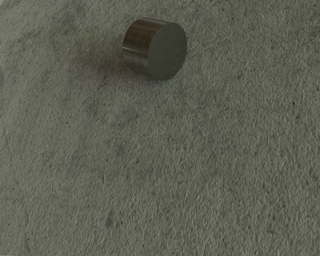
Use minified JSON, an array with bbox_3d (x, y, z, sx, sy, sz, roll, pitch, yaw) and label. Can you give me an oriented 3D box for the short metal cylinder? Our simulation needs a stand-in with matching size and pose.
[{"bbox_3d":[-0.006,-0.113,0.441,0.050,0.080,0.080,26,76,37],"label":"short metal cylinder"}]
